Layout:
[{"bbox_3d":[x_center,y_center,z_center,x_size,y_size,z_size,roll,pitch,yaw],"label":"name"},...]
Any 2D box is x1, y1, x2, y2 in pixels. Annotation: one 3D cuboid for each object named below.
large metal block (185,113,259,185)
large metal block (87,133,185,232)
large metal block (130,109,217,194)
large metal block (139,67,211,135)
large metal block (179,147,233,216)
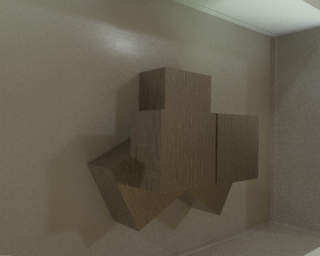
[{"bbox_3d":[0.078,0.024,0.387,0.081,0.050,0.080,1,90,-40],"label":"large metal block"},{"bbox_3d":[-0.025,0.059,0.367,0.081,0.050,0.080,-33,111,-35],"label":"large metal block"},{"bbox_3d":[0.015,0.022,0.336,0.081,0.050,0.080,1,90,-40],"label":"large metal block"},{"bbox_3d":[0.021,-0.031,0.405,0.081,0.050,0.080,2,89,-40],"label":"large metal block"},{"bbox_3d":[0.058,0.064,0.435,0.080,0.050,0.080,41,65,-32],"label":"large metal block"}]
